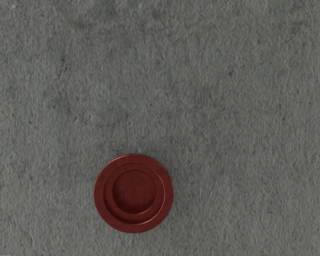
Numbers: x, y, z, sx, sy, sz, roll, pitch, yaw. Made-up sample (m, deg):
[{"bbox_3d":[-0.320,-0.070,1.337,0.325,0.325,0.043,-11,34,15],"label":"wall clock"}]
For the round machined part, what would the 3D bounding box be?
[{"bbox_3d":[-0.033,0.081,0.401,0.099,0.042,0.097,0,90,-1],"label":"round machined part"}]
